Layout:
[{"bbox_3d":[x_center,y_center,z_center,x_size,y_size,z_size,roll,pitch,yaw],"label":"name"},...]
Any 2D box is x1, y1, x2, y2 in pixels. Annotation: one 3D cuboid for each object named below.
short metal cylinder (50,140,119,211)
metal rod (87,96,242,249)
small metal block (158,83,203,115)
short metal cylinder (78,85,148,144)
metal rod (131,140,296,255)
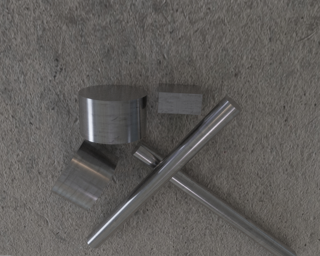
[{"bbox_3d":[-0.097,0.059,0.401,0.050,0.080,0.080,33,107,-12],"label":"short metal cylinder"},{"bbox_3d":[-0.009,0.072,0.411,0.025,0.025,0.299,37,115,-13],"label":"metal rod"},{"bbox_3d":[0.023,-0.037,0.383,0.050,0.050,0.025,3,110,-1],"label":"small metal block"},{"bbox_3d":[-0.056,-0.019,0.373,0.081,0.080,0.050,2,110,-1],"label":"short metal cylinder"},{"bbox_3d":[0.086,0.114,0.452,0.301,0.025,0.025,37,106,-13],"label":"metal rod"}]
